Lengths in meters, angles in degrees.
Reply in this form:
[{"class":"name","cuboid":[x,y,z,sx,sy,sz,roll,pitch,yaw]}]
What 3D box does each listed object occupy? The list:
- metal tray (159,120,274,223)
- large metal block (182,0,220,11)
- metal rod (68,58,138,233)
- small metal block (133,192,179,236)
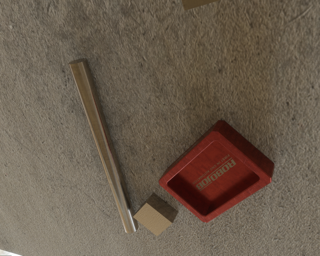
[{"class":"metal tray","cuboid":[0.069,0.061,0.404,0.090,0.030,0.129,41,129,-1]},{"class":"large metal block","cuboid":[0.063,-0.139,0.252,0.080,0.080,0.050,-5,116,30]},{"class":"metal rod","cuboid":[-0.079,0.043,0.472,0.025,0.025,0.298,2,119,27]},{"class":"small metal block","cuboid":[-0.007,0.138,0.495,0.050,0.025,0.050,38,129,2]}]
